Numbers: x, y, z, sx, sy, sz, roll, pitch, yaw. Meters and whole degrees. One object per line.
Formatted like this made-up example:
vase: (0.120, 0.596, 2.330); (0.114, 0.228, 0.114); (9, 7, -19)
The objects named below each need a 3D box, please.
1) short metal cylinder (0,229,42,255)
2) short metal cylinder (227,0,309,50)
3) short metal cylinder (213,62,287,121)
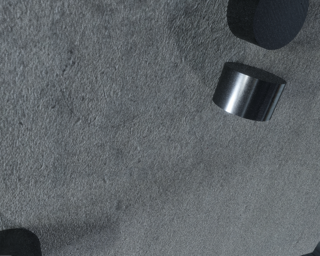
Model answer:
short metal cylinder: (-0.193, 0.176, 0.394); (0.081, 0.050, 0.079); (-14, 124, -21)
short metal cylinder: (0.129, -0.141, 0.374); (0.081, 0.050, 0.079); (-14, 124, -21)
short metal cylinder: (0.115, -0.049, 0.403); (0.081, 0.080, 0.050); (2, 118, -29)
